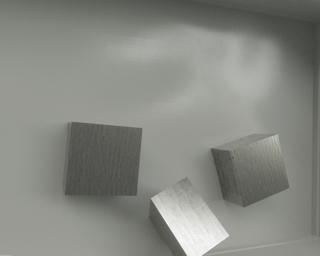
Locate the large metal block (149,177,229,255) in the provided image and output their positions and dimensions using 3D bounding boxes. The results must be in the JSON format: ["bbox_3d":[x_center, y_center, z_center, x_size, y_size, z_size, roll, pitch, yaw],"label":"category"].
[{"bbox_3d":[0.030,0.118,0.377,0.050,0.080,0.080,-28,66,-18],"label":"large metal block"}]

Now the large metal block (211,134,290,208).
[{"bbox_3d":[0.130,0.058,0.447,0.081,0.050,0.080,-16,96,-20],"label":"large metal block"}]

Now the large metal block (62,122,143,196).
[{"bbox_3d":[-0.070,0.036,0.372,0.081,0.050,0.080,5,88,-20],"label":"large metal block"}]
